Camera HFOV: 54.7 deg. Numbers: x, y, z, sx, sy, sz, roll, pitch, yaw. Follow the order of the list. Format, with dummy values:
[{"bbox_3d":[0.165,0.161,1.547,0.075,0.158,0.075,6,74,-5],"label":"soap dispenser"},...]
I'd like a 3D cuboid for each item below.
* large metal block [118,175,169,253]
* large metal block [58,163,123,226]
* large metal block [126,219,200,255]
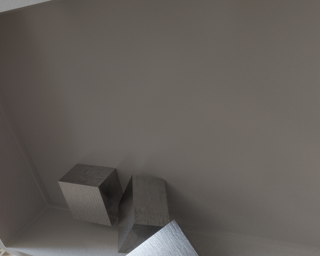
[{"bbox_3d":[-0.027,0.128,0.456,0.050,0.080,0.079,12,130,-17],"label":"large metal block"},{"bbox_3d":[-0.110,0.110,0.516,0.080,0.050,0.079,2,120,26],"label":"large metal block"},{"bbox_3d":[0.014,0.179,0.389,0.080,0.080,0.050,49,173,44],"label":"large metal block"}]
